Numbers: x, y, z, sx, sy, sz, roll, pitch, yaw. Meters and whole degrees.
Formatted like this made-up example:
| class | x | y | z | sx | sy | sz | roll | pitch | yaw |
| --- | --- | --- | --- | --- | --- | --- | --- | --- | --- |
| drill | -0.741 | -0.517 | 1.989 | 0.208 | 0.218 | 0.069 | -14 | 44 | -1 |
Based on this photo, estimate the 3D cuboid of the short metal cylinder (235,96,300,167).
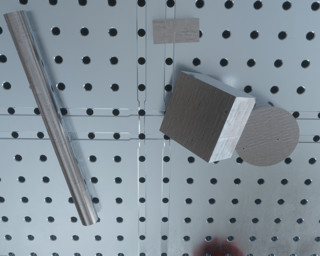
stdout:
| class | x | y | z | sx | sy | sz | roll | pitch | yaw |
| --- | --- | --- | --- | --- | --- | --- | --- | --- | --- |
| short metal cylinder | 0.131 | 0.003 | 0.403 | 0.081 | 0.050 | 0.079 | 0 | 110 | -1 |

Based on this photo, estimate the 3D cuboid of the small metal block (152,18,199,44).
| class | x | y | z | sx | sy | sz | roll | pitch | yaw |
| --- | --- | --- | --- | --- | --- | --- | --- | --- | --- |
| small metal block | 0.017 | -0.113 | 0.359 | 0.050 | 0.050 | 0.025 | -3 | 110 | 0 |

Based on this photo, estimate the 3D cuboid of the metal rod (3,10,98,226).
| class | x | y | z | sx | sy | sz | roll | pitch | yaw |
| --- | --- | --- | --- | --- | --- | --- | --- | --- | --- |
| metal rod | -0.137 | 0.002 | 0.412 | 0.025 | 0.025 | 0.298 | -12 | 110 | 4 |

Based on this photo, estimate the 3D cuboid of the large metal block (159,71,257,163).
| class | x | y | z | sx | sy | sz | roll | pitch | yaw |
| --- | --- | --- | --- | --- | --- | --- | --- | --- | --- |
| large metal block | 0.056 | -0.016 | 0.373 | 0.080 | 0.050 | 0.079 | 33 | 114 | 35 |
